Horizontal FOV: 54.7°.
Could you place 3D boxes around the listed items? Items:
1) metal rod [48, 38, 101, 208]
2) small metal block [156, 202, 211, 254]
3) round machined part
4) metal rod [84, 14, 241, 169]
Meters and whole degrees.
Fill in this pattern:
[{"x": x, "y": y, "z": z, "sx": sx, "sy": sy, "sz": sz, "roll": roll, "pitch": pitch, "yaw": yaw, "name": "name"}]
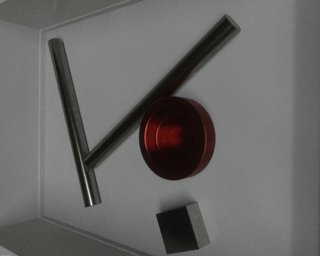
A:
[{"x": -0.148, "y": -0.016, "z": 0.525, "sx": 0.025, "sy": 0.025, "sz": 0.299, "roll": -27, "pitch": 74, "yaw": 36, "name": "metal rod"}, {"x": 0.028, "y": 0.124, "z": 0.382, "sx": 0.050, "sy": 0.025, "sz": 0.050, "roll": -27, "pitch": 74, "yaw": 36, "name": "small metal block"}, {"x": 0.024, "y": 0.012, "z": 0.374, "sx": 0.098, "sy": 0.042, "sz": 0.097, "roll": 0, "pitch": 90, "yaw": 39, "name": "round machined part"}, {"x": -0.015, "y": -0.031, "z": 0.416, "sx": 0.299, "sy": 0.025, "sz": 0.025, "roll": -42, "pitch": 65, "yaw": 31, "name": "metal rod"}]
